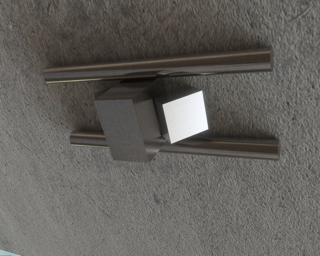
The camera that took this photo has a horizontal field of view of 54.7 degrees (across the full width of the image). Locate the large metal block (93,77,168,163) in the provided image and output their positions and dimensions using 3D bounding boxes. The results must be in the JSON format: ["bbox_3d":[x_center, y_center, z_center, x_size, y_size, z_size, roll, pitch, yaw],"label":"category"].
[{"bbox_3d":[-0.026,-0.014,0.379,0.050,0.080,0.079,1,119,27],"label":"large metal block"}]

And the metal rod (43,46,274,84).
[{"bbox_3d":[-0.023,-0.072,0.374,0.301,0.025,0.025,2,119,27],"label":"metal rod"}]

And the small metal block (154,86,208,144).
[{"bbox_3d":[0.026,-0.016,0.366,0.025,0.050,0.050,40,147,60],"label":"small metal block"}]

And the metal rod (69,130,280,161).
[{"bbox_3d":[0.001,0.021,0.419,0.301,0.025,0.025,2,119,27],"label":"metal rod"}]

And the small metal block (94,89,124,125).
[{"bbox_3d":[-0.067,-0.020,0.412,0.025,0.050,0.050,-17,116,-8],"label":"small metal block"}]
